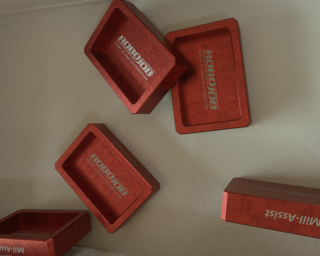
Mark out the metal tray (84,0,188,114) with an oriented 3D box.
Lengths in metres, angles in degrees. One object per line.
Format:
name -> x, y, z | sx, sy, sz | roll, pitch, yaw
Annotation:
metal tray -> -0.036, -0.092, 0.398 | 0.090, 0.030, 0.130 | -50, 66, 25

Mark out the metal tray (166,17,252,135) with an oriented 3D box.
metal tray -> 0.060, -0.061, 0.386 | 0.090, 0.030, 0.129 | -7, 88, 19

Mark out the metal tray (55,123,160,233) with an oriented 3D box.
metal tray -> -0.075, 0.067, 0.433 | 0.130, 0.030, 0.090 | 45, 104, 14

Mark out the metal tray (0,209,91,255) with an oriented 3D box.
metal tray -> -0.176, 0.147, 0.434 | 0.130, 0.090, 0.030 | -4, 97, 19

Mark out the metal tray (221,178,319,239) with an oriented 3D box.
metal tray -> 0.137, 0.082, 0.327 | 0.130, 0.090, 0.030 | 5, 92, 19
